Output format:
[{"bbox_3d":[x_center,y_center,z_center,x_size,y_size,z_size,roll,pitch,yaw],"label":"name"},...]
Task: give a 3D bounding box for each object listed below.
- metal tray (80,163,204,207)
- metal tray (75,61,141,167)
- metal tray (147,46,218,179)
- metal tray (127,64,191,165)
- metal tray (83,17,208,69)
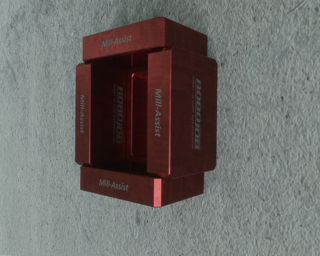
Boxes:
[{"bbox_3d":[-0.023,0.063,0.381,0.130,0.091,0.030,1,91,39],"label":"metal tray"},{"bbox_3d":[-0.067,-0.018,0.416,0.030,0.091,0.129,1,91,40],"label":"metal tray"},{"bbox_3d":[0.027,-0.015,0.339,0.030,0.091,0.129,1,91,40],"label":"metal tray"},{"bbox_3d":[-0.001,-0.017,0.402,0.090,0.030,0.129,1,91,39],"label":"metal tray"},{"bbox_3d":[-0.020,-0.096,0.378,0.130,0.091,0.030,1,91,39],"label":"metal tray"}]
